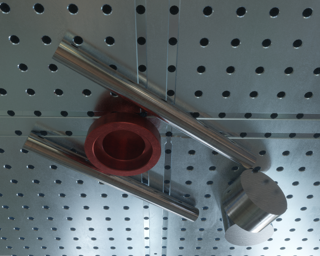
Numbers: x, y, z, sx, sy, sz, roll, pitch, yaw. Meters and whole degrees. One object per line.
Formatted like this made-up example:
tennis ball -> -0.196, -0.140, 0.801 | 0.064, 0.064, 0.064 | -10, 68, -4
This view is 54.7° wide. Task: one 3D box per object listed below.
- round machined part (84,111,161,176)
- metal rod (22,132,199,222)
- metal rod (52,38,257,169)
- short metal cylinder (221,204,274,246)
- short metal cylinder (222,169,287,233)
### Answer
round machined part -> -0.048, 0.017, 0.414 | 0.099, 0.042, 0.097 | 0, 130, 0
metal rod -> -0.061, 0.084, 0.482 | 0.301, 0.025, 0.025 | 29, 124, -23
metal rod -> 0.010, -0.019, 0.394 | 0.301, 0.025, 0.025 | 29, 124, -23
short metal cylinder -> 0.148, 0.159, 0.532 | 0.081, 0.050, 0.079 | 0, 130, 0
short metal cylinder -> 0.143, 0.109, 0.470 | 0.080, 0.080, 0.050 | 20, 127, -16
